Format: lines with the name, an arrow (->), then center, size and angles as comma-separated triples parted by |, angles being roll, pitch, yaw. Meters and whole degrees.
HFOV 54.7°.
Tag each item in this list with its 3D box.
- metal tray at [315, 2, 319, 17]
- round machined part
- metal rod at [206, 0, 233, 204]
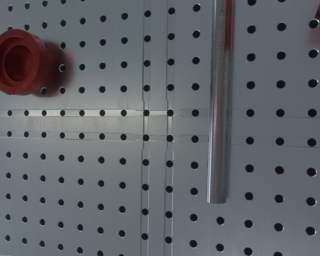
metal tray -> 0.186, -0.165, 0.291 | 0.030, 0.130, 0.089 | 22, 98, 19
round machined part -> -0.211, -0.098, 0.478 | 0.098, 0.042, 0.097 | 0, 90, 20
metal rod -> 0.075, -0.057, 0.385 | 0.025, 0.025, 0.298 | 2, 91, 20
